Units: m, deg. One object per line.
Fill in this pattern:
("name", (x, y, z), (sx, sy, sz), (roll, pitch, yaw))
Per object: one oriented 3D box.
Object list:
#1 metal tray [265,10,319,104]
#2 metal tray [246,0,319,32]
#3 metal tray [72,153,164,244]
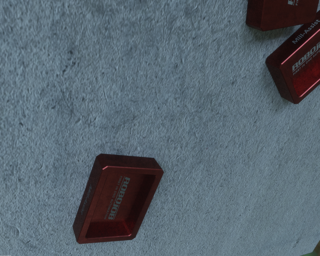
("metal tray", (0.227, -0.109, 0.459), (0.130, 0.030, 0.090), (-42, 130, 1))
("metal tray", (0.155, -0.190, 0.371), (0.091, 0.030, 0.129), (-16, 125, -20))
("metal tray", (-0.059, 0.101, 0.433), (0.091, 0.030, 0.129), (9, 114, -32))
